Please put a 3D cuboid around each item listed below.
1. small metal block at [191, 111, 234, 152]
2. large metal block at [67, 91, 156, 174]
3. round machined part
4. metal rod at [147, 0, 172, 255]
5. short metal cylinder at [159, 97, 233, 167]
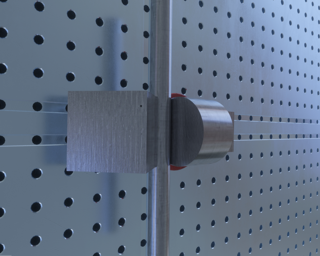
[{"bbox_3d":[0.066,0.004,0.396,0.025,0.050,0.050,2,89,-40],"label":"small metal block"},{"bbox_3d":[-0.049,0.004,0.327,0.050,0.080,0.079,4,87,-81],"label":"large metal block"},{"bbox_3d":[0.008,0.004,0.405,0.099,0.042,0.097,0,90,-40],"label":"round machined part"},{"bbox_3d":[0.000,-0.003,0.357,0.025,0.025,0.298,1,89,-40],"label":"metal rod"},{"bbox_3d":[0.039,0.004,0.369,0.050,0.080,0.079,1,90,-40],"label":"short metal cylinder"}]
